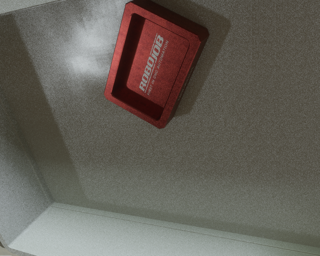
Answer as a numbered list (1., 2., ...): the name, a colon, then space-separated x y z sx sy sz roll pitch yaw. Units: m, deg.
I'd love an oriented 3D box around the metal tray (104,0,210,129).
1. metal tray: -0.009 -0.072 0.366 0.090 0.030 0.129 30 128 9
